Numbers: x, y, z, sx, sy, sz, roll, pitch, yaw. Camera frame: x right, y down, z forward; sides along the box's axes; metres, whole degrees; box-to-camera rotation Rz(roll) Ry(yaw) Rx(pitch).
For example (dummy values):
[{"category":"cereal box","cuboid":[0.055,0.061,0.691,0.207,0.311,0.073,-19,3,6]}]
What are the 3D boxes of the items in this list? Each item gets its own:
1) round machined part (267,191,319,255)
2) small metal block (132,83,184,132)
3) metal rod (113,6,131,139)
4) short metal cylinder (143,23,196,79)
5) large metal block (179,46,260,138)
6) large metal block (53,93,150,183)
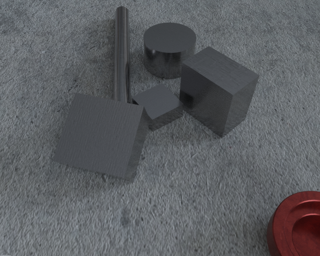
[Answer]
[{"category":"round machined part","cuboid":[0.153,0.114,0.298,0.099,0.042,0.098,0,50,0]},{"category":"small metal block","cuboid":[-0.003,-0.029,0.428,0.050,0.025,0.050,-28,56,-22]},{"category":"metal rod","cuboid":[-0.060,-0.104,0.489,0.025,0.025,0.300,-3,50,-3]},{"category":"short metal cylinder","cuboid":[0.015,-0.123,0.491,0.081,0.050,0.080,0,50,0]},{"category":"large metal block","cuboid":[0.073,-0.047,0.408,0.050,0.080,0.080,-36,59,-26]},{"category":"large metal block","cuboid":[-0.063,0.012,0.357,0.080,0.050,0.080,12,76,9]}]
